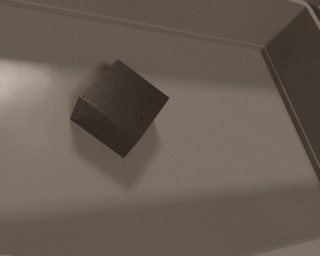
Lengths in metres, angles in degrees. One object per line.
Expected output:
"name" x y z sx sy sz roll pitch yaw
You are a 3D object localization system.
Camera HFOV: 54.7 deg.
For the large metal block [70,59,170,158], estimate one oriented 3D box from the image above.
"large metal block" -0.048 -0.024 0.380 0.080 0.050 0.080 37 51 -4
